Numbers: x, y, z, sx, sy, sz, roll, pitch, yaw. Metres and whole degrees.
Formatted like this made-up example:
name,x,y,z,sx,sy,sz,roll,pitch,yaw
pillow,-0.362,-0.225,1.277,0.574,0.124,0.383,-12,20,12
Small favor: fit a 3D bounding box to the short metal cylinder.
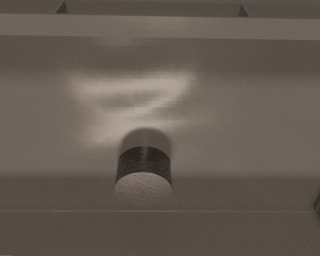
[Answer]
name,x,y,z,sx,sy,sz,roll,pitch,yaw
short metal cylinder,-0.024,0.073,0.454,0.081,0.050,0.079,0,130,0
